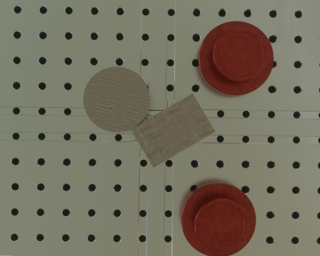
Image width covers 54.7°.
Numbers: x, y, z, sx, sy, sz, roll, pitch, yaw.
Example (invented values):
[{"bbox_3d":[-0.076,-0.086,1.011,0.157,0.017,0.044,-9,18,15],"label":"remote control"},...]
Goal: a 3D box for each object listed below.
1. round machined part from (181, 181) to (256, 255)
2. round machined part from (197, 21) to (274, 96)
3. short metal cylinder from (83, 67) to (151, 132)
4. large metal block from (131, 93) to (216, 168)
[{"bbox_3d":[0.077,0.121,0.405,0.099,0.042,0.097,0,90,0],"label":"round machined part"},{"bbox_3d":[0.100,-0.092,0.405,0.099,0.042,0.097,0,90,0],"label":"round machined part"},{"bbox_3d":[-0.053,-0.035,0.400,0.081,0.050,0.080,0,90,-1],"label":"short metal cylinder"},{"bbox_3d":[0.015,0.003,0.386,0.080,0.080,0.050,-30,90,0],"label":"large metal block"}]
